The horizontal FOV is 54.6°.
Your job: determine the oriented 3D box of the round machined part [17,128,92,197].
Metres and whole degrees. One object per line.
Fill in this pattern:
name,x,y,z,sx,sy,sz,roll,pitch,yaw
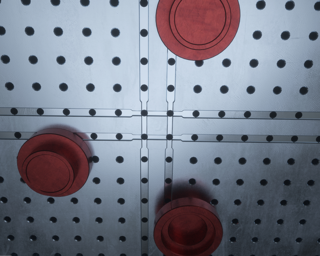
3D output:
round machined part,-0.146,0.053,0.423,0.099,0.042,0.097,0,110,0

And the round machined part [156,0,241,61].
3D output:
round machined part,0.044,-0.127,0.358,0.099,0.042,0.097,0,110,0

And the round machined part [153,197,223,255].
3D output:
round machined part,0.040,0.144,0.457,0.099,0.042,0.097,0,110,0
